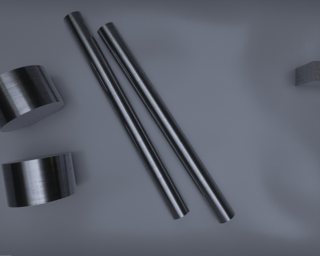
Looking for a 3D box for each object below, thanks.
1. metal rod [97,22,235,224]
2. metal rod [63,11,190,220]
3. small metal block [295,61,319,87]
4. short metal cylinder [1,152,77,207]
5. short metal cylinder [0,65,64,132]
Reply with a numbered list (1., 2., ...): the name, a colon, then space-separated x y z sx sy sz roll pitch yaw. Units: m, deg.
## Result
1. metal rod: 0.008 -0.006 0.411 0.025 0.025 0.299 -33 90 0
2. metal rod: -0.044 -0.016 0.410 0.025 0.025 0.299 -29 90 0
3. small metal block: 0.212 -0.069 0.402 0.050 0.050 0.025 1 90 -1
4. short metal cylinder: -0.147 0.061 0.382 0.081 0.080 0.050 -9 90 0
5. short metal cylinder: -0.168 -0.035 0.382 0.080 0.080 0.050 -28 90 0
